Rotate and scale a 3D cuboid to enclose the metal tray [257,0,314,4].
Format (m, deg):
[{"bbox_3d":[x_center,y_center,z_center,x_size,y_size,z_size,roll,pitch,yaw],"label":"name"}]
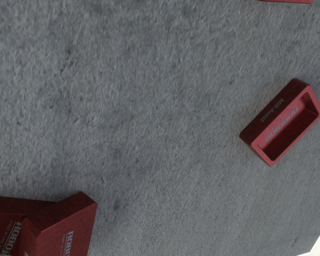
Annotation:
[{"bbox_3d":[0.155,-0.216,0.356,0.091,0.030,0.129,-8,122,-25],"label":"metal tray"}]

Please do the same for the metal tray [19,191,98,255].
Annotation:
[{"bbox_3d":[-0.134,0.155,0.403,0.091,0.030,0.129,-20,132,-52],"label":"metal tray"}]

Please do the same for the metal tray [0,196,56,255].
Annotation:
[{"bbox_3d":[-0.193,0.149,0.390,0.091,0.030,0.129,18,109,-36],"label":"metal tray"}]

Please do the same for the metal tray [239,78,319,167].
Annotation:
[{"bbox_3d":[0.203,-0.006,0.513,0.130,0.030,0.090,-47,130,4],"label":"metal tray"}]
